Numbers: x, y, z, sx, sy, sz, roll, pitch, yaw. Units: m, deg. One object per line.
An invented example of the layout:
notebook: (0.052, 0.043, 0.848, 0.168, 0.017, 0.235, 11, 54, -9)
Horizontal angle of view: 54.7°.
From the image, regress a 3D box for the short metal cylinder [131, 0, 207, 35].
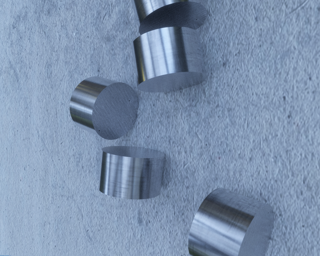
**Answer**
short metal cylinder: (0.009, -0.144, 0.362, 0.080, 0.081, 0.050, -23, 76, 38)

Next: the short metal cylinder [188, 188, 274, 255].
short metal cylinder: (0.073, 0.106, 0.309, 0.050, 0.081, 0.079, 16, 100, 39)

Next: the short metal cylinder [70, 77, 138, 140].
short metal cylinder: (-0.077, -0.029, 0.433, 0.050, 0.081, 0.079, 19, 102, 38)

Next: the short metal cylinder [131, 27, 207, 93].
short metal cylinder: (0.010, -0.076, 0.361, 0.080, 0.081, 0.050, -14, 81, 39)

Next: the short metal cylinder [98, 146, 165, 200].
short metal cylinder: (-0.037, 0.055, 0.400, 0.080, 0.081, 0.050, 10, 97, 39)
